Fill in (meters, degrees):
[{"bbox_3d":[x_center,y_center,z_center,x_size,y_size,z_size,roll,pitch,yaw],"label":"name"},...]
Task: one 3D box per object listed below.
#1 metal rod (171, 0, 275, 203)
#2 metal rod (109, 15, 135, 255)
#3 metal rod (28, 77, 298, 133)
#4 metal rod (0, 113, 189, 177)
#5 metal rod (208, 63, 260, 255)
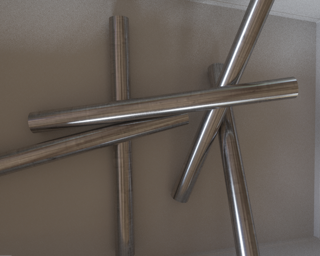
[{"bbox_3d":[0.076,-0.039,0.380,0.025,0.025,0.298,14,107,-20],"label":"metal rod"},{"bbox_3d":[-0.048,0.011,0.392,0.025,0.025,0.298,-2,91,-20],"label":"metal rod"},{"bbox_3d":[0.003,-0.026,0.355,0.302,0.025,0.025,-8,93,1],"label":"metal rod"},{"bbox_3d":[-0.111,0.023,0.351,0.302,0.025,0.025,-15,96,-13],"label":"metal rod"},{"bbox_3d":[0.090,0.050,0.380,0.025,0.025,0.299,6,64,-20],"label":"metal rod"}]
